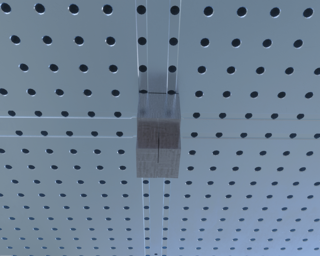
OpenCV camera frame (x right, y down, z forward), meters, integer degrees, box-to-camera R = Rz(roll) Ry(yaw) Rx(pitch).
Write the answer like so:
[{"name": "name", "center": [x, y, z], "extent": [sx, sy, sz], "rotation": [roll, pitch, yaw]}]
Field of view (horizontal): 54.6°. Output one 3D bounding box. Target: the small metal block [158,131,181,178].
[{"name": "small metal block", "center": [0.011, 0.026, 0.385], "extent": [0.025, 0.050, 0.050], "rotation": [2, 130, 0]}]

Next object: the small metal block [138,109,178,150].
[{"name": "small metal block", "center": [-0.003, 0.002, 0.413], "extent": [0.050, 0.025, 0.050], "rotation": [2, 130, 0]}]

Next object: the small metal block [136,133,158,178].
[{"name": "small metal block", "center": [-0.015, 0.026, 0.384], "extent": [0.025, 0.050, 0.050], "rotation": [1, 130, -1]}]

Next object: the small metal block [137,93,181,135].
[{"name": "small metal block", "center": [-0.001, -0.018, 0.379], "extent": [0.050, 0.050, 0.025], "rotation": [2, 130, -1]}]

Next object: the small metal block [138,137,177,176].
[{"name": "small metal block", "center": [-0.003, 0.039, 0.427], "extent": [0.050, 0.050, 0.025], "rotation": [1, 130, -1]}]
